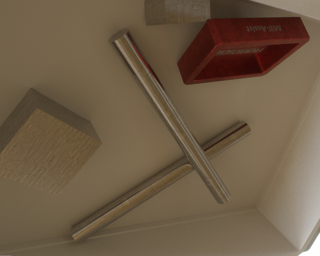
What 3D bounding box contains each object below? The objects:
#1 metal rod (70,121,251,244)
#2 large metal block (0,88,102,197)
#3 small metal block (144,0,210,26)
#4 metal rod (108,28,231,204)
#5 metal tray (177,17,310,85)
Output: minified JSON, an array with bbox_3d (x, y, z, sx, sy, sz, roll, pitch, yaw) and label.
[{"bbox_3d":[0.007,0.076,0.461,0.301,0.025,0.025,-31,129,-9],"label":"metal rod"},{"bbox_3d":[-0.125,0.017,0.336,0.080,0.050,0.080,-50,129,7],"label":"large metal block"},{"bbox_3d":[0.017,-0.123,0.324,0.050,0.050,0.025,-12,110,-22],"label":"small metal block"},{"bbox_3d":[0.028,0.006,0.407,0.025,0.025,0.299,-37,123,-4],"label":"metal rod"},{"bbox_3d":[0.097,-0.091,0.370,0.131,0.030,0.090,-10,164,-23],"label":"metal tray"}]
